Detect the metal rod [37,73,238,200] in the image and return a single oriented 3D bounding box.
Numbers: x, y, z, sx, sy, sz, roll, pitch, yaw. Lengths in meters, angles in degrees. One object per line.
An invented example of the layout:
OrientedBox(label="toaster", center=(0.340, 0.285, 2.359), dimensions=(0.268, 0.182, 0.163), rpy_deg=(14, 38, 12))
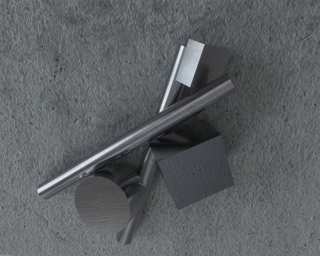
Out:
OrientedBox(label="metal rod", center=(-0.041, 0.019, 0.399), dimensions=(0.300, 0.025, 0.025), rpy_deg=(-30, 108, 17))

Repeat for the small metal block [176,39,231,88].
OrientedBox(label="small metal block", center=(0.052, -0.075, 0.371), dimensions=(0.050, 0.025, 0.050), rpy_deg=(-1, 116, -43))

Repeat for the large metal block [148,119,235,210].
OrientedBox(label="large metal block", center=(0.041, 0.046, 0.399), dimensions=(0.080, 0.050, 0.080), rpy_deg=(-23, 118, -5))

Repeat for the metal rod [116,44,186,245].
OrientedBox(label="metal rod", center=(-0.010, 0.035, 0.423), dimensions=(0.025, 0.025, 0.298), rpy_deg=(16, 109, -6))

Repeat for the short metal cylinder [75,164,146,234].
OrientedBox(label="short metal cylinder", center=(-0.066, 0.094, 0.418), dimensions=(0.080, 0.050, 0.079), rpy_deg=(5, 104, 19))
